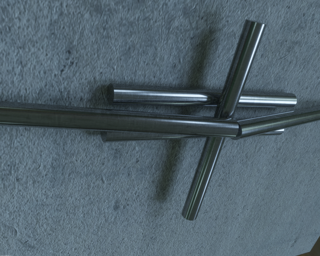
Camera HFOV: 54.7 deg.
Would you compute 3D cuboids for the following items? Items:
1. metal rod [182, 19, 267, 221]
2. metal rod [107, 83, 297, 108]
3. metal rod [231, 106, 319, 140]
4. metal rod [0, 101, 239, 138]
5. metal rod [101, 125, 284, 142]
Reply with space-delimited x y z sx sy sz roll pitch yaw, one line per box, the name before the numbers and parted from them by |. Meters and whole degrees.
metal rod | 0.079 0.006 0.425 0.025 0.025 0.298 0 119 -29
metal rod | 0.076 -0.041 0.426 0.303 0.025 0.025 -1 119 -28
metal rod | 0.217 -0.016 0.487 0.303 0.025 0.025 -9 123 -36
metal rod | -0.048 -0.008 0.345 0.302 0.025 0.025 3 117 -20
metal rod | 0.065 0.002 0.446 0.303 0.025 0.025 -1 119 -28
